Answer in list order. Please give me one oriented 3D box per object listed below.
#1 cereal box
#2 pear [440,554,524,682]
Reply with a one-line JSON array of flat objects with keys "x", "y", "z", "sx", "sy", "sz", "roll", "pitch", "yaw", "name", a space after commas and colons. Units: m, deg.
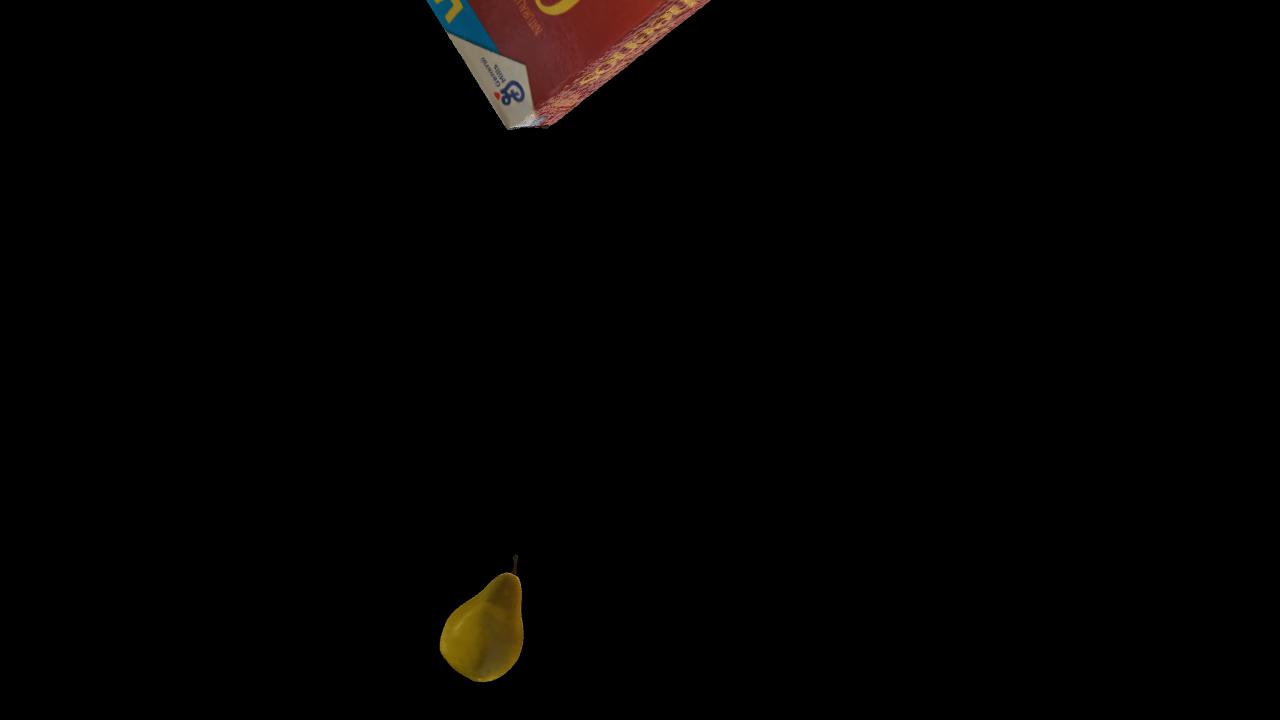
[{"x": -0.010, "y": -0.304, "z": 0.347, "sx": 0.306, "sy": 0.203, "sz": 0.081, "roll": -27, "pitch": 11, "yaw": 24, "name": "cereal box"}, {"x": -0.137, "y": 0.245, "z": 0.590, "sx": 0.080, "sy": 0.111, "sz": 0.080, "roll": 28, "pitch": -21, "yaw": 12, "name": "pear"}]
